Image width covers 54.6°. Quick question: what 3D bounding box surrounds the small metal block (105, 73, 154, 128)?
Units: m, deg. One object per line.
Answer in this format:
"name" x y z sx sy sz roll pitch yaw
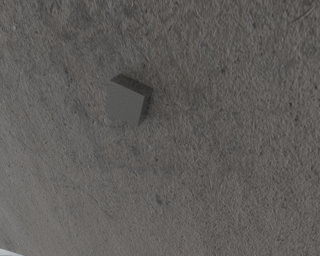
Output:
"small metal block" -0.041 -0.036 0.407 0.050 0.025 0.050 26 128 12
